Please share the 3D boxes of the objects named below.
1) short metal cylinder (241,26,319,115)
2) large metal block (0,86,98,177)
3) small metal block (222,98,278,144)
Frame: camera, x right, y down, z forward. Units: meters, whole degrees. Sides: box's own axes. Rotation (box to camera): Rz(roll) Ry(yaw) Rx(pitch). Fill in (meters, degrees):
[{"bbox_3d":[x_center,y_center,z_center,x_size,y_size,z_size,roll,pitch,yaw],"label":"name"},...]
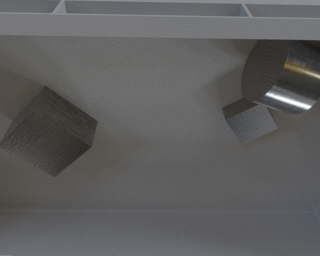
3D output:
[{"bbox_3d":[0.129,-0.059,0.325,0.050,0.080,0.079,16,128,-14],"label":"short metal cylinder"},{"bbox_3d":[-0.141,0.007,0.397,0.080,0.050,0.080,-37,122,27],"label":"large metal block"},{"bbox_3d":[0.116,-0.013,0.400,0.050,0.025,0.050,-27,126,20],"label":"small metal block"}]
